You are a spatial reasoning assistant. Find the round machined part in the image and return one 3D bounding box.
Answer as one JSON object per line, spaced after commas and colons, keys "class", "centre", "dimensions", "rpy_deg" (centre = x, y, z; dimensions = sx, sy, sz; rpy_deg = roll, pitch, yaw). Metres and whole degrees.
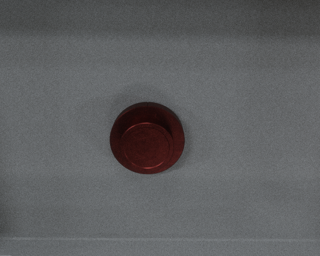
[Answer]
{"class": "round machined part", "centre": [-0.017, 0.018, 0.405], "dimensions": [0.099, 0.042, 0.097], "rpy_deg": [0, 110, -1]}
